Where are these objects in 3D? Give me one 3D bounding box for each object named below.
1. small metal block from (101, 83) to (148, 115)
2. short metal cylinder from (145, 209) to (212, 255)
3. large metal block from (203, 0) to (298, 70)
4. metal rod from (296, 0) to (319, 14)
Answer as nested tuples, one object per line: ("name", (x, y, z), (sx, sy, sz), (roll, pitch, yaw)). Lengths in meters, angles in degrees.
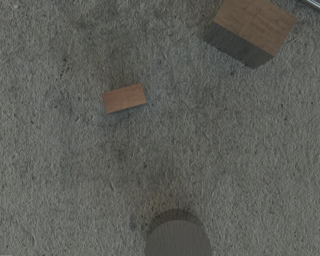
("small metal block", (-0.044, -0.036, 0.397), (0.050, 0.050, 0.025), (-15, 90, 0))
("short metal cylinder", (0.022, 0.150, 0.398), (0.081, 0.050, 0.080), (0, 90, 0))
("large metal block", (0.106, -0.121, 0.383), (0.080, 0.080, 0.050), (30, 90, 0))
("metal rod", (0.138, -0.211, 0.411), (0.301, 0.025, 0.025), (30, 90, 0))
